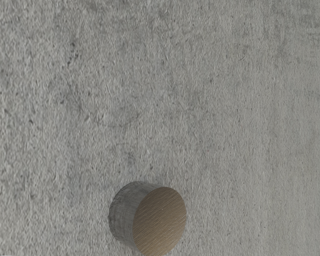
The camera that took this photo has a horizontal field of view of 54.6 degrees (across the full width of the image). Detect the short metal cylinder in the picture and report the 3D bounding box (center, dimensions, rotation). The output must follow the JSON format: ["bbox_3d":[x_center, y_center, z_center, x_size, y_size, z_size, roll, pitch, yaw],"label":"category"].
[{"bbox_3d":[-0.015,0.108,0.376,0.081,0.050,0.080,0,90,-40],"label":"short metal cylinder"}]
